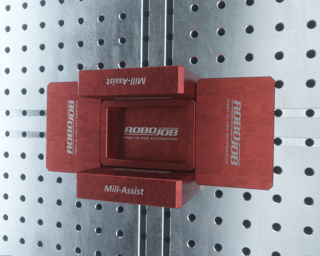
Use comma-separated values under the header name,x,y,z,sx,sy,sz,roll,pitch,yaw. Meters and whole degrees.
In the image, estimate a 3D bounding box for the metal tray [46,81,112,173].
name,x,y,z,sx,sy,sz,roll,pitch,yaw
metal tray,-0.118,-0.001,0.450,0.090,0.030,0.129,1,90,19

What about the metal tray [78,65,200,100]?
name,x,y,z,sx,sy,sz,roll,pitch,yaw
metal tray,-0.023,-0.052,0.385,0.130,0.090,0.030,1,91,19

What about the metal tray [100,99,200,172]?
name,x,y,z,sx,sy,sz,roll,pitch,yaw
metal tray,-0.014,0.008,0.412,0.130,0.030,0.089,1,90,19

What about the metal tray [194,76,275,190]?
name,x,y,z,sx,sy,sz,roll,pitch,yaw
metal tray,0.090,0.005,0.376,0.090,0.030,0.129,1,90,18

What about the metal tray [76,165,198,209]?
name,x,y,z,sx,sy,sz,roll,pitch,yaw
metal tray,-0.025,0.068,0.384,0.130,0.090,0.030,1,91,19
